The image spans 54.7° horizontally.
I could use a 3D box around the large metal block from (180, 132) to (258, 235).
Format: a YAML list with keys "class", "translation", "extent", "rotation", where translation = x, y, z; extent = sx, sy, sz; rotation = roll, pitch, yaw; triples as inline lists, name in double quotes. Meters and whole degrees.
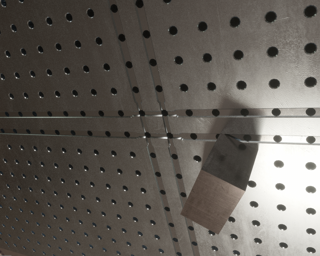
- class: "large metal block"
  translation: [0.073, 0.066, 0.377]
  extent: [0.050, 0.080, 0.079]
  rotation: [26, 127, 12]
